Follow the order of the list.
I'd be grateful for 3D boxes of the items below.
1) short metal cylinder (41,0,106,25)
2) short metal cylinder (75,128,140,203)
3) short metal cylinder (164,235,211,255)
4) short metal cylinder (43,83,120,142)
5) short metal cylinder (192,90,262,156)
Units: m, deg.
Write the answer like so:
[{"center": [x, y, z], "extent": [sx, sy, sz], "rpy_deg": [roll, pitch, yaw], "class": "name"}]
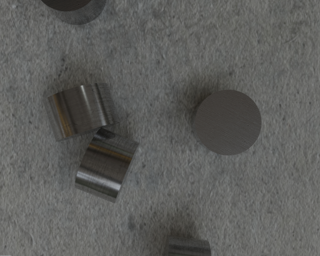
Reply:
[{"center": [-0.113, -0.180, 0.396], "extent": [0.081, 0.050, 0.079], "rpy_deg": [0, 90, -1], "class": "short metal cylinder"}, {"center": [-0.063, 0.046, 0.382], "extent": [0.050, 0.080, 0.080], "rpy_deg": [22, 90, 0], "class": "short metal cylinder"}, {"center": [0.030, 0.178, 0.383], "extent": [0.050, 0.080, 0.080], "rpy_deg": [8, 90, 0], "class": "short metal cylinder"}, {"center": [-0.095, -0.019, 0.381], "extent": [0.080, 0.080, 0.050], "rpy_deg": [-18, 90, 0], "class": "short metal cylinder"}, {"center": [0.082, -0.007, 0.399], "extent": [0.081, 0.050, 0.079], "rpy_deg": [0, 90, -1], "class": "short metal cylinder"}]
